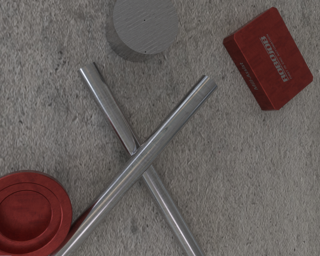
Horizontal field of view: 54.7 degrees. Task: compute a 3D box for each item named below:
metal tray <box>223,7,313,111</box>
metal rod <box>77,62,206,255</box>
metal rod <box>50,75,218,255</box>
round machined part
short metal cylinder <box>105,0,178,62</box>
[{"bbox_3d":[0.165,-0.102,0.468,0.090,0.030,0.130,-38,102,-16],"label":"metal tray"},{"bbox_3d":[-0.018,0.054,0.402,0.025,0.025,0.299,-32,101,-17],"label":"metal rod"},{"bbox_3d":[-0.037,0.055,0.371,0.025,0.025,0.300,42,85,-15],"label":"metal rod"},{"bbox_3d":[-0.150,0.095,0.345,0.099,0.042,0.097,0,90,-20],"label":"round machined part"},{"bbox_3d":[-0.024,-0.127,0.387,0.081,0.050,0.080,0,90,-20],"label":"short metal cylinder"}]
